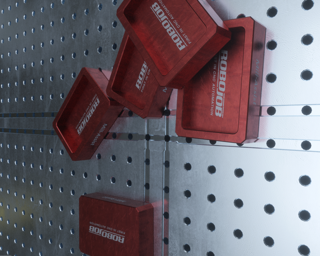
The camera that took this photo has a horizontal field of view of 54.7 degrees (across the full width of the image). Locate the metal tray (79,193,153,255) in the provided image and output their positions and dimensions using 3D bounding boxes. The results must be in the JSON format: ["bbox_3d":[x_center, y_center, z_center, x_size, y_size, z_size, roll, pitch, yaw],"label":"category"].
[{"bbox_3d":[-0.069,0.151,0.460,0.130,0.030,0.089,0,90,39],"label":"metal tray"}]

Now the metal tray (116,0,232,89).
[{"bbox_3d":[0.010,-0.121,0.356,0.090,0.030,0.130,-44,64,30],"label":"metal tray"}]

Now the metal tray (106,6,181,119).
[{"bbox_3d":[-0.018,-0.088,0.418,0.090,0.030,0.129,33,110,34],"label":"metal tray"}]

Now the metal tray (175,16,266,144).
[{"bbox_3d":[0.065,-0.051,0.350,0.090,0.030,0.129,6,94,39],"label":"metal tray"}]

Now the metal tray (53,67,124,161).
[{"bbox_3d":[-0.120,-0.021,0.502,0.090,0.030,0.129,52,120,27],"label":"metal tray"}]
